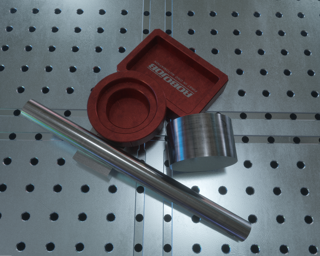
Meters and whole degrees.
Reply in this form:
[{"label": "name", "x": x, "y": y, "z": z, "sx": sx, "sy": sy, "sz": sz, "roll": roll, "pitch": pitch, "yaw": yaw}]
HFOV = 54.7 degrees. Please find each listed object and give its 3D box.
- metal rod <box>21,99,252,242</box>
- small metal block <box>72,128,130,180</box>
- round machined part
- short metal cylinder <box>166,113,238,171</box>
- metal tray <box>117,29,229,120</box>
[{"label": "metal rod", "x": -0.029, "y": 0.050, "z": 0.371, "sx": 0.301, "sy": 0.025, "sz": 0.025, "roll": 30, "pitch": 72, "yaw": 1}, {"label": "small metal block", "x": -0.075, "y": 0.032, "z": 0.399, "sx": 0.050, "sy": 0.025, "sz": 0.050, "roll": 27, "pitch": 72, "yaw": 9}, {"label": "round machined part", "x": -0.041, "y": -0.022, "z": 0.402, "sx": 0.099, "sy": 0.042, "sz": 0.098, "roll": 0, "pitch": 70, "yaw": 1}, {"label": "short metal cylinder", "x": 0.049, "y": 0.020, "z": 0.374, "sx": 0.081, "sy": 0.080, "sz": 0.050, "roll": -4, "pitch": 70, "yaw": -2}, {"label": "metal tray", "x": 0.017, "y": -0.070, "z": 0.434, "sx": 0.130, "sy": 0.030, "sz": 0.090, "roll": 38, "pitch": 74, "yaw": 12}]
